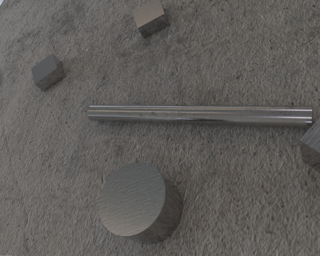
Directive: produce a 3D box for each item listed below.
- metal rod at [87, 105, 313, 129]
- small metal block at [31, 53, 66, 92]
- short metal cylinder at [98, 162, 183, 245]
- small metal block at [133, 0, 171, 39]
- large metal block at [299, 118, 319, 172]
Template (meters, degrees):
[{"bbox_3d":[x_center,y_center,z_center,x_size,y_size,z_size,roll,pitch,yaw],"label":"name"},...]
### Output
[{"bbox_3d":[0.029,-0.017,0.398,0.300,0.025,0.025,3,63,29],"label":"metal rod"},{"bbox_3d":[-0.208,-0.103,0.576,0.050,0.025,0.050,-34,51,6],"label":"small metal block"},{"bbox_3d":[-0.021,0.085,0.347,0.080,0.050,0.080,-13,56,21],"label":"short metal cylinder"},{"bbox_3d":[-0.015,-0.187,0.527,0.050,0.025,0.050,-25,53,13],"label":"small metal block"},{"bbox_3d":[0.189,0.015,0.280,0.080,0.050,0.080,-45,51,-4],"label":"large metal block"}]
